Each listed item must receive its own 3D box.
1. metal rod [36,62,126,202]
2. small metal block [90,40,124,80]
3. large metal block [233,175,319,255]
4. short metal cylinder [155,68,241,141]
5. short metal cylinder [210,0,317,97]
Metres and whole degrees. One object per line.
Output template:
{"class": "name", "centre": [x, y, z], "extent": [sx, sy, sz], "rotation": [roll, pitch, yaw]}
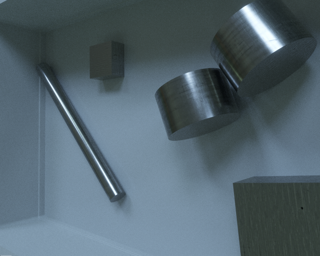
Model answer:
{"class": "metal rod", "centre": [-0.142, -0.006, 0.520], "extent": [0.025, 0.025, 0.300], "rotation": [-51, 60, 27]}
{"class": "small metal block", "centre": [-0.081, -0.101, 0.471], "extent": [0.050, 0.025, 0.050], "rotation": [-1, 90, 39]}
{"class": "large metal block", "centre": [0.121, 0.088, 0.290], "extent": [0.080, 0.050, 0.080], "rotation": [-9, 85, 39]}
{"class": "short metal cylinder", "centre": [0.040, -0.023, 0.336], "extent": [0.080, 0.081, 0.050], "rotation": [-27, 73, 36]}
{"class": "short metal cylinder", "centre": [0.095, -0.073, 0.292], "extent": [0.080, 0.081, 0.050], "rotation": [-42, 65, 32]}
